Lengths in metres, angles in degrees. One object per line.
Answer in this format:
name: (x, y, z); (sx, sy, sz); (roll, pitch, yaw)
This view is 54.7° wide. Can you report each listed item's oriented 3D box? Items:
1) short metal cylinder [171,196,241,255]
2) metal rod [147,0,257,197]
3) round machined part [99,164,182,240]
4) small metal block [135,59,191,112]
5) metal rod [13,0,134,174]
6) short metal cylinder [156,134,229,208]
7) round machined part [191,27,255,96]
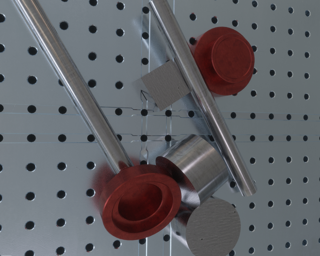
short metal cylinder: (0.061, 0.131, 0.422); (0.081, 0.050, 0.080); (0, 90, -20)
metal rod: (0.064, -0.033, 0.423); (0.025, 0.025, 0.299); (-33, 106, -17)
round machined part: (-0.027, 0.086, 0.381); (0.099, 0.042, 0.097); (-11, 119, -20)
small metal block: (0.004, -0.056, 0.414); (0.050, 0.025, 0.050); (-34, 101, -17)
metal rod: (-0.114, -0.074, 0.370); (0.025, 0.025, 0.299); (-32, 101, -17)
short metal cylinder: (0.040, 0.054, 0.395); (0.050, 0.080, 0.080); (-36, 102, -23)
round machined part: (0.093, -0.095, 0.437); (0.099, 0.042, 0.097); (0, 90, -20)
